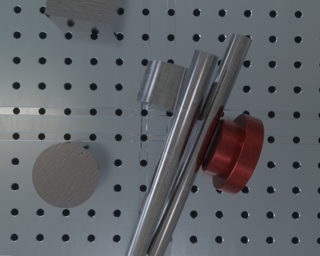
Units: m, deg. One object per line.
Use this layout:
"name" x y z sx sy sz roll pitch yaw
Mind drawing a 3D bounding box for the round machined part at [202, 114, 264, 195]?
"round machined part" 0.083 0.027 0.377 0.042 0.098 0.098 21 90 -2

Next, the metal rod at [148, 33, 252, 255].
"metal rod" 0.045 0.030 0.390 0.025 0.025 0.298 21 99 0

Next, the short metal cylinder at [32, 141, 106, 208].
"short metal cylinder" -0.115 0.057 0.400 0.081 0.050 0.080 0 90 0

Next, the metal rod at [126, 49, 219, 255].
"metal rod" 0.004 0.057 0.364 0.025 0.025 0.298 18 110 0

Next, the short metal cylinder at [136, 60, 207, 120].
"short metal cylinder" 0.016 -0.046 0.386 0.080 0.080 0.050 18 90 0

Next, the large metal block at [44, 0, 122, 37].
"large metal block" -0.093 -0.170 0.400 0.080 0.050 0.080 10 90 0
